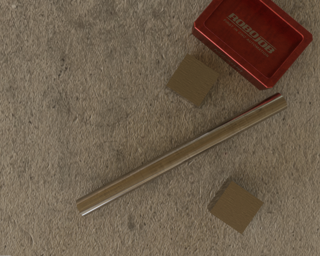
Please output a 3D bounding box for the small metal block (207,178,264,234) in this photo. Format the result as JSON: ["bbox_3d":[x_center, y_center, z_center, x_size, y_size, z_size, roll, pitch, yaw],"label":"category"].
[{"bbox_3d":[0.099,0.102,0.411,0.050,0.025,0.050,35,90,-1],"label":"small metal block"}]

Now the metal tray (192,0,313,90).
[{"bbox_3d":[0.119,-0.124,0.408,0.130,0.030,0.090,40,90,-1],"label":"metal tray"}]

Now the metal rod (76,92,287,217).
[{"bbox_3d":[0.029,0.035,0.410,0.301,0.025,0.025,-28,90,-1],"label":"metal rod"}]

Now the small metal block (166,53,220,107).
[{"bbox_3d":[0.042,-0.062,0.411,0.050,0.025,0.050,33,90,-1],"label":"small metal block"}]
